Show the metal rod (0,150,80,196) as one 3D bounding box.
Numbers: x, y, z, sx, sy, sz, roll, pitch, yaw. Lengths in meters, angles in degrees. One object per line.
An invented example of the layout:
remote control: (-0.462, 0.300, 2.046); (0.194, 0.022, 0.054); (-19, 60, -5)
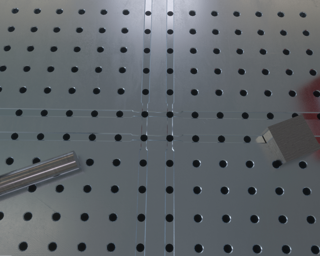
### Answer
metal rod: (-0.248, 0.089, 0.377); (0.302, 0.025, 0.025); (-19, 71, -7)

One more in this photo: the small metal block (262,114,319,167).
small metal block: (0.172, 0.016, 0.407); (0.050, 0.025, 0.050); (-19, 71, -7)
